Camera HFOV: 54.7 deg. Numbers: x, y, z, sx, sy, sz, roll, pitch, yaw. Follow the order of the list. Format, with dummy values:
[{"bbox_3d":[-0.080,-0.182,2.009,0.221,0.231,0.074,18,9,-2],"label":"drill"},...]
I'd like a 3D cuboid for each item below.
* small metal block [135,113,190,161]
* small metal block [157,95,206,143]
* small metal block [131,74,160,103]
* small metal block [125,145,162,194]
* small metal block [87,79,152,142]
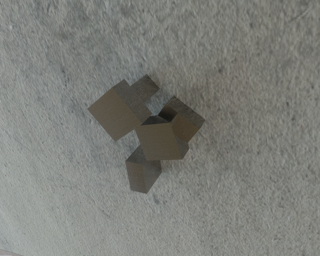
[{"bbox_3d":[0.002,0.012,0.379,0.050,0.025,0.050,-5,116,30],"label":"small metal block"},{"bbox_3d":[0.020,-0.004,0.392,0.050,0.025,0.050,38,129,2],"label":"small metal block"},{"bbox_3d":[-0.034,-0.035,0.386,0.025,0.050,0.050,48,129,-6],"label":"small metal block"},{"bbox_3d":[-0.022,0.055,0.435,0.025,0.050,0.050,7,122,24],"label":"small metal block"},{"bbox_3d":[-0.046,-0.019,0.353,0.050,0.025,0.050,-32,101,38],"label":"small metal block"}]
